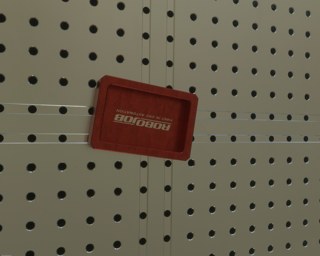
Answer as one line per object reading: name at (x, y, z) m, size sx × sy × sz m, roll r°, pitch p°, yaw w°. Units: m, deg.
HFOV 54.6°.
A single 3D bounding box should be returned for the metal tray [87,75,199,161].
metal tray at (-0.020, -0.010, 0.402) m, size 0.131 × 0.030 × 0.090 m, roll 10°, pitch 87°, yaw -20°
